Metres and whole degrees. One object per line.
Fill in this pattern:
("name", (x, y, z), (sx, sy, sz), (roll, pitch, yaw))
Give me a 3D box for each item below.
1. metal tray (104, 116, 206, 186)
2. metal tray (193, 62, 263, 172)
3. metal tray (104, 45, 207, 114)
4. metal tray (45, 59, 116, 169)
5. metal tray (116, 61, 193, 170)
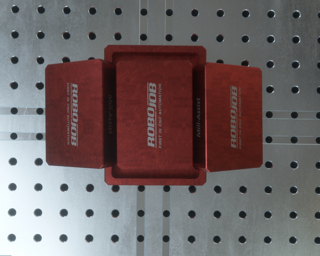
("metal tray", (-0.006, 0.029, 0.411), (0.131, 0.030, 0.089), (0, 90, -1))
("metal tray", (0.086, -0.013, 0.393), (0.091, 0.030, 0.129), (-1, 90, -28))
("metal tray", (-0.006, -0.061, 0.410), (0.131, 0.030, 0.089), (0, 90, -1))
("metal tray", (-0.101, -0.017, 0.392), (0.090, 0.030, 0.129), (0, 90, 25))
("metal tray", (-0.006, -0.015, 0.380), (0.091, 0.030, 0.129), (0, 90, -1))
